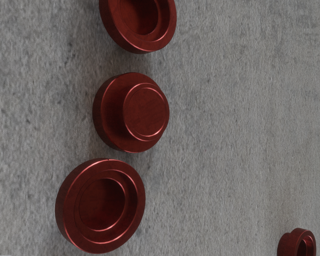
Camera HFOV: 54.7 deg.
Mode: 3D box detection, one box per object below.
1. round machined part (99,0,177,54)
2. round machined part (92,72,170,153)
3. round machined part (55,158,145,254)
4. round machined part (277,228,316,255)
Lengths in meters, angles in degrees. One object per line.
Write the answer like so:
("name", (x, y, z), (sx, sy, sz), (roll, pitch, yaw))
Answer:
("round machined part", (-0.030, -0.137, 0.370), (0.099, 0.042, 0.097), (0, 90, -40))
("round machined part", (-0.027, -0.018, 0.373), (0.099, 0.042, 0.097), (0, 90, -40))
("round machined part", (-0.067, 0.081, 0.339), (0.099, 0.042, 0.097), (0, 90, -40))
("round machined part", (0.275, 0.252, 0.629), (0.099, 0.042, 0.097), (0, 90, -40))
